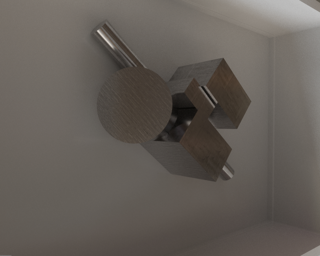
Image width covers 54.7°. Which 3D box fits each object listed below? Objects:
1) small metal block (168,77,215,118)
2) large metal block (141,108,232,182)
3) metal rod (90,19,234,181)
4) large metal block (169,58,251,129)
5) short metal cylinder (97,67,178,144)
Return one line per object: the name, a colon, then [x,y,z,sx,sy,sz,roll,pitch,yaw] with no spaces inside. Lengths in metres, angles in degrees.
small metal block: [0.032,-0.034,0.387,0.050,0.050,0.025,48,61,-30]
large metal block: [0.031,0.021,0.398,0.080,0.080,0.050,47,62,-30]
metal rod: [0.020,-0.020,0.425,0.300,0.025,0.025,47,62,-30]
large metal block: [0.064,-0.044,0.426,0.080,0.080,0.050,48,61,-30]
short metal cylinder: [-0.022,-0.024,0.344,0.050,0.080,0.079,3,88,-80]
